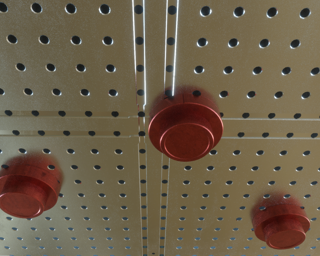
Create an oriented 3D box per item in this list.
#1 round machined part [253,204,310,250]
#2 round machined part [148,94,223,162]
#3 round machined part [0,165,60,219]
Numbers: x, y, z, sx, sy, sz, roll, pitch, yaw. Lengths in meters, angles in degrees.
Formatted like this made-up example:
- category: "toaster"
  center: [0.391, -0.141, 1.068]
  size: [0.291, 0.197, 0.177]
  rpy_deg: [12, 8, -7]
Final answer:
- category: "round machined part"
  center: [0.222, 0.185, 0.561]
  size: [0.099, 0.042, 0.097]
  rpy_deg: [-1, 130, 0]
- category: "round machined part"
  center: [0.034, 0.007, 0.407]
  size: [0.099, 0.042, 0.097]
  rpy_deg: [-1, 130, 0]
- category: "round machined part"
  center: [-0.212, 0.106, 0.488]
  size: [0.099, 0.042, 0.097]
  rpy_deg: [-1, 130, 0]
